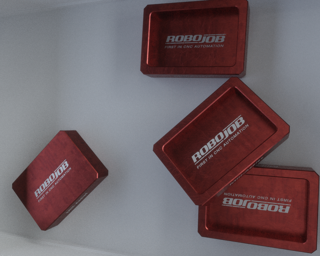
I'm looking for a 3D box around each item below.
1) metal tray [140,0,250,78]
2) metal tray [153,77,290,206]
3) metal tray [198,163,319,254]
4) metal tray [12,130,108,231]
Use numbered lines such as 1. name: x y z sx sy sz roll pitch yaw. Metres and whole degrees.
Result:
1. metal tray: 0.043 -0.110 0.392 0.130 0.030 0.089 4 91 19
2. metal tray: 0.068 0.016 0.357 0.130 0.030 0.090 -41 67 4
3. metal tray: 0.113 0.089 0.367 0.130 0.030 0.089 2 91 19
4. metal tray: -0.151 0.077 0.461 0.130 0.030 0.090 -45 76 14
